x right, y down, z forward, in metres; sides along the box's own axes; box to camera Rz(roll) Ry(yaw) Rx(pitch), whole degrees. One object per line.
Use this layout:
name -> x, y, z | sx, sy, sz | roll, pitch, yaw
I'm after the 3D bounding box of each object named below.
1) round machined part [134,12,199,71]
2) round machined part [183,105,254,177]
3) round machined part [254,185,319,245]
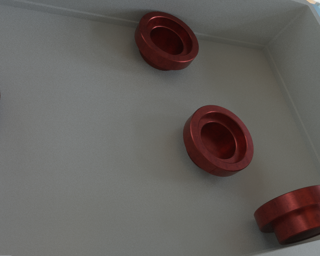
round machined part -> 0.007, -0.127, 0.476 | 0.099, 0.042, 0.098 | 14, 56, -21
round machined part -> 0.074, 0.021, 0.422 | 0.099, 0.042, 0.098 | 14, 56, -21
round machined part -> 0.171, 0.111, 0.379 | 0.099, 0.097, 0.042 | 3, 52, -27
